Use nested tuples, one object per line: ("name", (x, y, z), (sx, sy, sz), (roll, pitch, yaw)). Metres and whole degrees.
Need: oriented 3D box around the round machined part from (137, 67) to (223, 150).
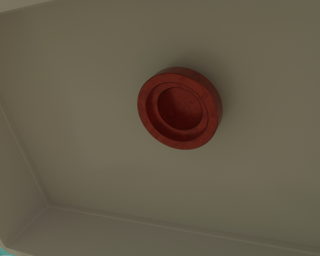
("round machined part", (0.026, -0.026, 0.367), (0.098, 0.042, 0.097), (13, 124, 20))
